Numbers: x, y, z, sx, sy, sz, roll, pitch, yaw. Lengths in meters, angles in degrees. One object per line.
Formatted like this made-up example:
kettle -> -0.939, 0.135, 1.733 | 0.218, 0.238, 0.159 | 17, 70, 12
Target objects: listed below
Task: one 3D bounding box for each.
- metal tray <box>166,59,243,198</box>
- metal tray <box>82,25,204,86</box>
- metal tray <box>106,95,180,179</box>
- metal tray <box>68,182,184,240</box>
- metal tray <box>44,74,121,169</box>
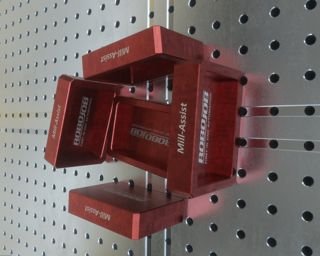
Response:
metal tray -> 0.050, 0.000, 0.326 | 0.030, 0.091, 0.129 | 6, 94, 40
metal tray -> -0.022, -0.083, 0.386 | 0.130, 0.091, 0.030 | -8, 85, 40
metal tray -> -0.014, 0.009, 0.418 | 0.130, 0.030, 0.089 | 15, 99, 39
metal tray -> -0.046, 0.102, 0.406 | 0.130, 0.091, 0.030 | 5, 94, 40
metal tray -> -0.114, -0.008, 0.462 | 0.030, 0.091, 0.129 | 23, 105, 38
